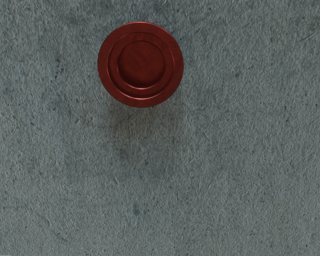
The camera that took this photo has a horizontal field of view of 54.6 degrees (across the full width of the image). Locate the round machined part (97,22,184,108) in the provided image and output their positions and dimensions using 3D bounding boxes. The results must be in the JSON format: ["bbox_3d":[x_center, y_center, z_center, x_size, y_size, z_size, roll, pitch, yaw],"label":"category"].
[{"bbox_3d":[-0.022,-0.077,0.372,0.099,0.042,0.097,0,110,0],"label":"round machined part"}]
